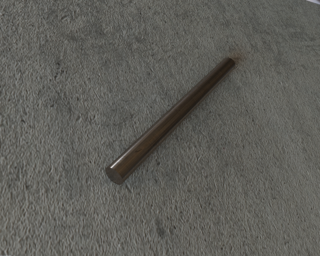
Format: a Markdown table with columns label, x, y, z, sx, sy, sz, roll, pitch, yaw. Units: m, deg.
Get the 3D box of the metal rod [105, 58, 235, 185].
| label | x | y | z | sx | sy | sz | roll | pitch | yaw |
| --- | --- | --- | --- | --- | --- | --- | --- | --- | --- |
| metal rod | 0.033 | -0.028 | 0.438 | 0.025 | 0.025 | 0.301 | 44 | 51 | 2 |
